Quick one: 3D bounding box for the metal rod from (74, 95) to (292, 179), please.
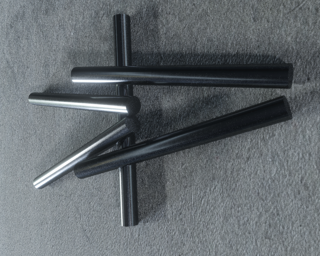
[{"bbox_3d":[0.004,0.021,0.381,0.300,0.025,0.025,-19,78,31],"label":"metal rod"}]

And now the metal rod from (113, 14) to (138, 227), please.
[{"bbox_3d":[-0.050,-0.012,0.445,0.025,0.025,0.298,-4,87,39],"label":"metal rod"}]

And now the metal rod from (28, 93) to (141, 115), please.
[{"bbox_3d":[-0.139,-0.043,0.500,0.300,0.025,0.025,8,95,45],"label":"metal rod"}]

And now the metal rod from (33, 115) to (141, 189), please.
[{"bbox_3d":[-0.133,0.050,0.495,0.299,0.025,0.025,-29,72,41],"label":"metal rod"}]

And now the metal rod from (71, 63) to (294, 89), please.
[{"bbox_3d":[0.002,-0.065,0.382,0.300,0.025,0.025,6,94,33],"label":"metal rod"}]
